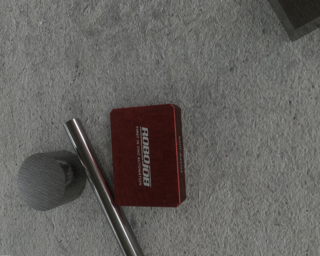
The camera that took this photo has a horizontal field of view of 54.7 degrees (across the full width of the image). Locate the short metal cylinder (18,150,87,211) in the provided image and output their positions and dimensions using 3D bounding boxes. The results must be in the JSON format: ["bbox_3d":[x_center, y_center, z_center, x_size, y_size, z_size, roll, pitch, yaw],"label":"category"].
[{"bbox_3d":[-0.155,0.074,0.449,0.080,0.050,0.079,0,90,19],"label":"short metal cylinder"}]

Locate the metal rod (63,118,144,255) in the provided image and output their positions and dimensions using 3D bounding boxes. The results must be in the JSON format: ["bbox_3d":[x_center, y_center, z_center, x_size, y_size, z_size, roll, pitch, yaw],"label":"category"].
[{"bbox_3d":[-0.062,0.123,0.429,0.025,0.025,0.299,-30,80,17],"label":"metal rod"}]

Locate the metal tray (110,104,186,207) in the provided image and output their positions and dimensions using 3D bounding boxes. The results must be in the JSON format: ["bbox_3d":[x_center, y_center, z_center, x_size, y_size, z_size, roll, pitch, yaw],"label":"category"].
[{"bbox_3d":[-0.016,0.036,0.411,0.090,0.030,0.129,-4,89,19],"label":"metal tray"}]

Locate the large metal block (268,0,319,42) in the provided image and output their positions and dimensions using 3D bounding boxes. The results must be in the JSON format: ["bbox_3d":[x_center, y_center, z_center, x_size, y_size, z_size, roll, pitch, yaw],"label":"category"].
[{"bbox_3d":[0.165,-0.155,0.338,0.080,0.050,0.080,-28,81,17],"label":"large metal block"}]
